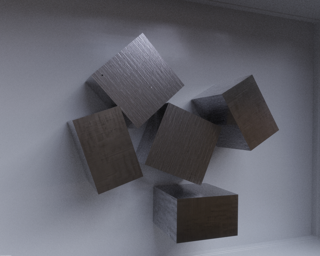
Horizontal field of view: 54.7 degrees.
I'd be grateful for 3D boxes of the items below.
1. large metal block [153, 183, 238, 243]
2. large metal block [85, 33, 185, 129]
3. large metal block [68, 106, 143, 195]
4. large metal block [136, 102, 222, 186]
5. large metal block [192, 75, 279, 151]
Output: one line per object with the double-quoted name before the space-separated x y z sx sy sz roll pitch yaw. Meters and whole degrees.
"large metal block" 0.043 0.104 0.398 0.081 0.080 0.050 1 90 -20
"large metal block" -0.032 -0.055 0.384 0.080 0.050 0.080 -44 104 -15
"large metal block" -0.066 0.022 0.356 0.050 0.080 0.080 -20 97 -19
"large metal block" 0.022 0.021 0.405 0.080 0.050 0.080 24 82 -19
"large metal block" 0.099 -0.019 0.417 0.050 0.080 0.080 -33 101 -17
